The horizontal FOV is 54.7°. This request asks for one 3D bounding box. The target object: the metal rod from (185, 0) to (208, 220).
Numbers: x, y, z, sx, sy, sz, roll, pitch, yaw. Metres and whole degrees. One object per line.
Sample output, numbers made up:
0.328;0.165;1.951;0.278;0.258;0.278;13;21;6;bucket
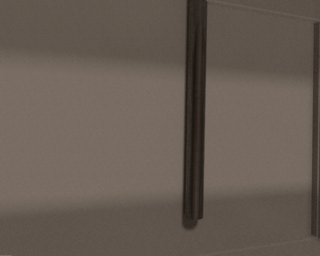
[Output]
0.050;-0.025;0.430;0.025;0.025;0.298;1;90;-20;metal rod
